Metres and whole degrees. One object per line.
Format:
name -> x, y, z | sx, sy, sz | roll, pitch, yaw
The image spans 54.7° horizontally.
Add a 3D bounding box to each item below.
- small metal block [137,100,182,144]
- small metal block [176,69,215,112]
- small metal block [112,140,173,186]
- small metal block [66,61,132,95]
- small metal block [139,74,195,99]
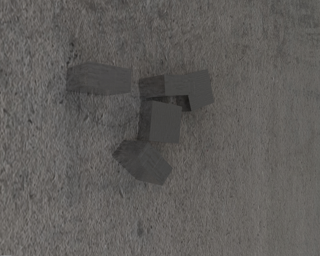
small metal block -> 0.000, -0.007, 0.404 | 0.050, 0.025, 0.050 | 8, 85, -40
small metal block -> 0.048, -0.054, 0.444 | 0.050, 0.025, 0.050 | -22, 104, -38
small metal block -> -0.021, 0.041, 0.370 | 0.050, 0.050, 0.025 | 49, 61, -29
small metal block -> -0.066, -0.051, 0.333 | 0.050, 0.050, 0.025 | 3, 89, -40
small metal block -> 0.009, -0.052, 0.395 | 0.050, 0.050, 0.025 | -7, 95, -40
